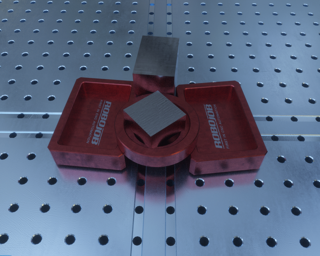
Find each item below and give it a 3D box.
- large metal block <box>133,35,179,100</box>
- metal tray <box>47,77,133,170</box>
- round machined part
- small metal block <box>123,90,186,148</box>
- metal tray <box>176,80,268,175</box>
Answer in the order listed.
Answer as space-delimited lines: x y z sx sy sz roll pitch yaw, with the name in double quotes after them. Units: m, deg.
-0.003 -0.068 0.424 0.050 0.080 0.080 5 50 4 "large metal block"
-0.080 -0.011 0.407 0.091 0.030 0.130 5 50 4 "metal tray"
-0.003 0.006 0.374 0.099 0.042 0.098 0 50 0 "round machined part"
-0.006 -0.010 0.356 0.050 0.025 0.050 -32 57 -24 "small metal block"
0.073 -0.005 0.404 0.091 0.030 0.130 -5 50 -4 "metal tray"
